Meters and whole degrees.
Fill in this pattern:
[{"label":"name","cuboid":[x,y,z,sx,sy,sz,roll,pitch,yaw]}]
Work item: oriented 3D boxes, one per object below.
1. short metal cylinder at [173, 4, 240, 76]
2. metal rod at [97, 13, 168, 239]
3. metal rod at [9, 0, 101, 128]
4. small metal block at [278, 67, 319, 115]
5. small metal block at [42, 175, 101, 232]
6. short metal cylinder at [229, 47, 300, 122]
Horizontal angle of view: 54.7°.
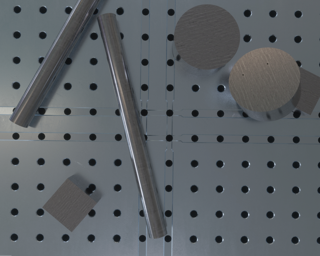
[{"label":"short metal cylinder","cuboid":[0.057,-0.111,0.401,0.081,0.050,0.079,0,90,0]},{"label":"metal rod","cuboid":[-0.037,-0.003,0.412,0.025,0.025,0.298,-13,90,0]},{"label":"metal rod","cuboid":[-0.113,-0.136,0.412,0.025,0.025,0.299,30,90,0]},{"label":"small metal block","cuboid":[0.185,-0.050,0.415,0.050,0.025,0.050,27,90,0]},{"label":"small metal block","cuboid":[-0.117,0.100,0.412,0.050,0.025,0.050,41,90,0]},{"label":"short metal cylinder","cuboid":[0.132,-0.052,0.386,0.080,0.050,0.080,-6,75,24]}]
